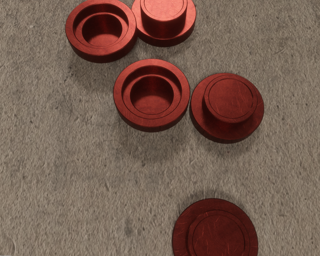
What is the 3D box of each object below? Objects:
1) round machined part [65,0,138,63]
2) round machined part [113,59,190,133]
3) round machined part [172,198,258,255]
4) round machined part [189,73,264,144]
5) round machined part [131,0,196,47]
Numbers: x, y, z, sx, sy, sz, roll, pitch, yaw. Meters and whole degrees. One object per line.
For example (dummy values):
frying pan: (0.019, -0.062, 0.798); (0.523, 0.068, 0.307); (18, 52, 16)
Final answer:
round machined part: (-0.082, -0.135, 0.447); (0.099, 0.042, 0.098); (0, 70, 0)
round machined part: (-0.011, -0.039, 0.413); (0.099, 0.042, 0.098); (0, 70, -1)
round machined part: (0.063, 0.129, 0.353); (0.099, 0.042, 0.098); (0, 70, -1)
round machined part: (0.090, -0.031, 0.412); (0.099, 0.042, 0.098); (0, 70, -1)
round machined part: (0.005, -0.174, 0.463); (0.099, 0.042, 0.098); (0, 70, -1)
